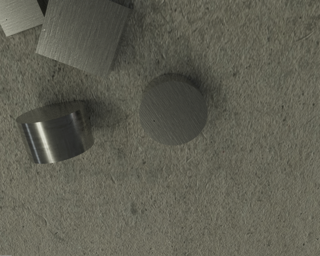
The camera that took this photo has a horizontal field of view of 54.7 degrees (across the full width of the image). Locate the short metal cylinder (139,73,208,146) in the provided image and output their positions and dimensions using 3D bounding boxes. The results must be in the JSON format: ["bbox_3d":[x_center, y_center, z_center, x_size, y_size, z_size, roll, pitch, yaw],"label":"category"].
[{"bbox_3d":[0.016,-0.024,0.388,0.081,0.050,0.079,0,110,-1],"label":"short metal cylinder"}]

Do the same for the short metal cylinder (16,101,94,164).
[{"bbox_3d":[-0.126,0.003,0.380,0.080,0.080,0.050,-9,110,3],"label":"short metal cylinder"}]

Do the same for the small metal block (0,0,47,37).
[{"bbox_3d":[-0.160,-0.139,0.356,0.050,0.025,0.050,-18,109,6],"label":"small metal block"}]

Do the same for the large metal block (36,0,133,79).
[{"bbox_3d":[-0.084,-0.112,0.354,0.080,0.050,0.079,20,109,-8],"label":"large metal block"}]
